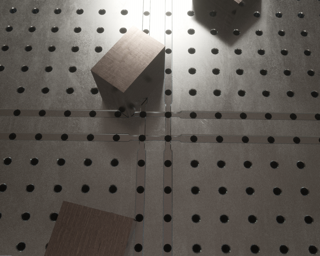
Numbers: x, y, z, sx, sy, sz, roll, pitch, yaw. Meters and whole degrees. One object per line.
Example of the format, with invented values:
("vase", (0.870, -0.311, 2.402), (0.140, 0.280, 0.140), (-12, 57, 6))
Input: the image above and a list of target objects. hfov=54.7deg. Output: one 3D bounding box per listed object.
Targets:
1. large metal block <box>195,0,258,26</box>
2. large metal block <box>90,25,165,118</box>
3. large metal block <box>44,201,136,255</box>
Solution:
("large metal block", (0.109, -0.221, 0.480), (0.080, 0.050, 0.080), (41, 75, 13))
("large metal block", (-0.038, -0.071, 0.408), (0.050, 0.080, 0.080), (35, 74, 11))
("large metal block", (-0.077, 0.134, 0.349), (0.080, 0.050, 0.080), (13, 70, 4))
